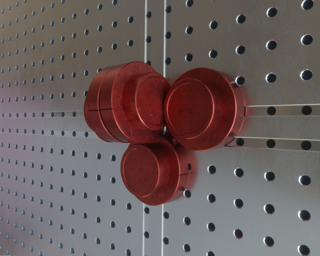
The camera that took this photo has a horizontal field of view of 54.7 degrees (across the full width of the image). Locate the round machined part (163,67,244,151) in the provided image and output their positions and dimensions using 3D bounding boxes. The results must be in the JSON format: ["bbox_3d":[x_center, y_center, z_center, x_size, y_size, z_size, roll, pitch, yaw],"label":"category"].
[{"bbox_3d":[0.043,-0.022,0.360,0.098,0.042,0.097,0,90,39],"label":"round machined part"}]

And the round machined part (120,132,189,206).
[{"bbox_3d":[-0.014,0.054,0.407,0.098,0.042,0.097,0,90,39],"label":"round machined part"}]

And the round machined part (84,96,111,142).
[{"bbox_3d":[-0.075,-0.027,0.457,0.098,0.042,0.097,0,90,39],"label":"round machined part"}]

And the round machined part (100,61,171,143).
[{"bbox_3d":[-0.020,-0.031,0.369,0.042,0.099,0.097,-1,90,40],"label":"round machined part"}]

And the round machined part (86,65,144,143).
[{"bbox_3d":[-0.054,-0.030,0.396,0.042,0.099,0.097,2,91,40],"label":"round machined part"}]
